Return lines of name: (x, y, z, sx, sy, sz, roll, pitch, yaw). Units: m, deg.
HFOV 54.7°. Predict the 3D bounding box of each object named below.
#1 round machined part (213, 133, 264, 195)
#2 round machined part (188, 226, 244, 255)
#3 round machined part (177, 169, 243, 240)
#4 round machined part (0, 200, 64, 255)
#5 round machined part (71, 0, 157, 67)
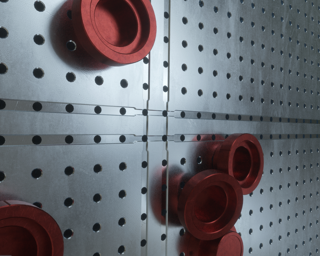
round machined part: (0.124, 0.057, 0.505, 0.099, 0.042, 0.097, 0, 90, -41)
round machined part: (0.092, 0.189, 0.479, 0.099, 0.042, 0.097, 0, 90, -40)
round machined part: (0.068, 0.106, 0.447, 0.099, 0.042, 0.097, -5, 101, -25)
round machined part: (-0.143, 0.114, 0.280, 0.099, 0.042, 0.097, 0, 90, -40)
round machined part: (-0.055, -0.119, 0.353, 0.099, 0.042, 0.097, 0, 90, -40)
